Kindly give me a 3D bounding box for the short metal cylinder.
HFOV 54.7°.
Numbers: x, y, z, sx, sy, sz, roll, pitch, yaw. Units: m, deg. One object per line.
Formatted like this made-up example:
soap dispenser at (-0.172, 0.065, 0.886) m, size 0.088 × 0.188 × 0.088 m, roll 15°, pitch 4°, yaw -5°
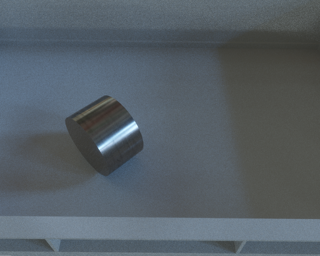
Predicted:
short metal cylinder at (-0.065, 0.009, 0.361) m, size 0.050 × 0.080 × 0.080 m, roll -36°, pitch 59°, yaw -26°
